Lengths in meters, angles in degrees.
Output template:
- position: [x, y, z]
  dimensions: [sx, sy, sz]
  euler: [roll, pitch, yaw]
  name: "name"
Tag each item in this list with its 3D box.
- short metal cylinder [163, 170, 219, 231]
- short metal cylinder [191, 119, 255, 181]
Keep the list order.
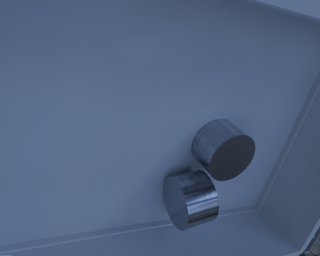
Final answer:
- position: [0.044, 0.107, 0.466]
  dimensions: [0.050, 0.080, 0.079]
  euler: [-10, 123, -23]
  name: "short metal cylinder"
- position: [0.095, 0.033, 0.467]
  dimensions: [0.081, 0.050, 0.079]
  euler: [-14, 125, -21]
  name: "short metal cylinder"
